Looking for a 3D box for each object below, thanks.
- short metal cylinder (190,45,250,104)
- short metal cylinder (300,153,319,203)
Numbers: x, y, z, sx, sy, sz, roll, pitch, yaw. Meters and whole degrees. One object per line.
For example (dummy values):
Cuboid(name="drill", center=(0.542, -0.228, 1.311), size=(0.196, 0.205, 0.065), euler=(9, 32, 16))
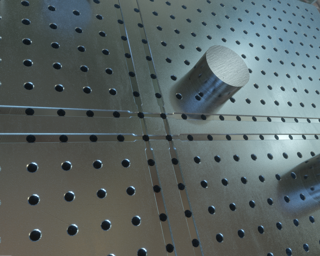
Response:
Cuboid(name="short metal cylinder", center=(0.095, -0.085, 0.498), size=(0.081, 0.050, 0.080), euler=(14, 56, -21))
Cuboid(name="short metal cylinder", center=(0.275, 0.077, 0.496), size=(0.081, 0.050, 0.080), euler=(14, 56, -21))
